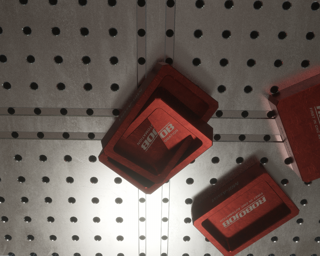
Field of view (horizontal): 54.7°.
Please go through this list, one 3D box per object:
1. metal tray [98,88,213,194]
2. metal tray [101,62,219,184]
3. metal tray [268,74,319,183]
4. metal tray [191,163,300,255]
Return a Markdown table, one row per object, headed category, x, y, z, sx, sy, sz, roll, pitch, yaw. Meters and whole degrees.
| category | x | y | z | sx | sy | sz | roll | pitch | yaw |
| --- | --- | --- | --- | --- | --- | --- | --- | --- | --- |
| metal tray | -0.007 | 0.022 | 0.400 | 0.090 | 0.030 | 0.129 | 39 | 121 | -14 |
| metal tray | 0.000 | -0.005 | 0.387 | 0.090 | 0.030 | 0.130 | 34 | 96 | -22 |
| metal tray | 0.212 | 0.000 | 0.414 | 0.090 | 0.030 | 0.129 | -24 | 109 | 8 |
| metal tray | 0.123 | 0.124 | 0.458 | 0.130 | 0.030 | 0.090 | -39 | 106 | 12 |
